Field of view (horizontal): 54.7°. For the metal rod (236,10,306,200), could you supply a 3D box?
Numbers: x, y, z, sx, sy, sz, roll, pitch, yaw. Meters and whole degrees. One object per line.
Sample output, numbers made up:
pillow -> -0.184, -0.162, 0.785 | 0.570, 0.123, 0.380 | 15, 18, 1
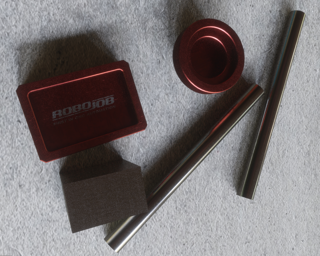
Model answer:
metal rod -> 0.171, -0.039, 0.474 | 0.025, 0.025, 0.299 | 21, 83, -19

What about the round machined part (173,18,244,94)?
round machined part -> 0.062, -0.095, 0.424 | 0.099, 0.042, 0.097 | 0, 90, -21

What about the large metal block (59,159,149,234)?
large metal block -> -0.068, 0.072, 0.356 | 0.081, 0.080, 0.050 | -11, 94, -20

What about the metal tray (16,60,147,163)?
metal tray -> -0.090, -0.022, 0.373 | 0.131, 0.030, 0.089 | -19, 97, -19

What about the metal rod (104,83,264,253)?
metal rod -> 0.042, 0.045, 0.425 | 0.301, 0.025, 0.025 | -45, 104, -15
